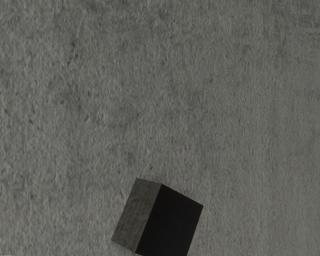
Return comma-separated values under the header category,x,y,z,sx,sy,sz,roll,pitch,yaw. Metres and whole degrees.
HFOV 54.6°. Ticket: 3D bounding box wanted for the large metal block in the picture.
category,x,y,z,sx,sy,sz,roll,pitch,yaw
large metal block,-0.001,0.118,0.387,0.080,0.050,0.080,34,69,-35
